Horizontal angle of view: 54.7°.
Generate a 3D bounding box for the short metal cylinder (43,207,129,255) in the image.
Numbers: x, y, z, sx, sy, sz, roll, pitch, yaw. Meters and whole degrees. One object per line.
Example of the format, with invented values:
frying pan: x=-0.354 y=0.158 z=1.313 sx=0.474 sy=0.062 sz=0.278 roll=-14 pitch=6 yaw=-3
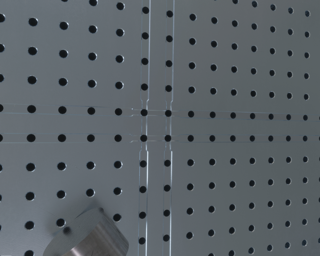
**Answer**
short metal cylinder: x=-0.083 y=0.137 z=0.353 sx=0.080 sy=0.080 sz=0.050 roll=-37 pitch=102 yaw=-16
